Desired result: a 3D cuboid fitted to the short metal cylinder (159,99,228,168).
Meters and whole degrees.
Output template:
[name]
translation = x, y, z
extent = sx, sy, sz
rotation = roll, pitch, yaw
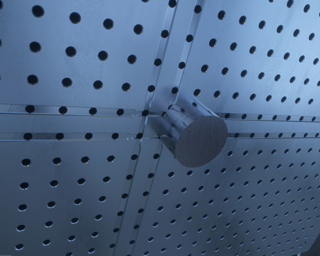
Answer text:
[short metal cylinder]
translation = 0.045, 0.007, 0.426
extent = 0.081, 0.050, 0.079
rotation = -14, 125, -21
